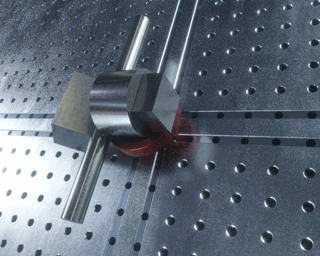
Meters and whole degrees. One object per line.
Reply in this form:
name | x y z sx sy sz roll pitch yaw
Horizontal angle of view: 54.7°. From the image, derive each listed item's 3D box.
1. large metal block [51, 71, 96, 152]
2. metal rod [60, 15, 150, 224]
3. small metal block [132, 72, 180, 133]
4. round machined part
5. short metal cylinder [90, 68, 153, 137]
large metal block | -0.110 -0.019 0.433 0.050 0.080 0.080 19 65 -9
metal rod | -0.062 -0.029 0.404 0.025 0.025 0.300 1 62 28
small metal block | -0.003 -0.028 0.355 0.025 0.050 0.050 1 63 28
round machined part | -0.017 -0.007 0.408 0.098 0.042 0.098 -13 56 20
short metal cylinder | -0.038 -0.029 0.371 0.050 0.080 0.080 1 62 28
